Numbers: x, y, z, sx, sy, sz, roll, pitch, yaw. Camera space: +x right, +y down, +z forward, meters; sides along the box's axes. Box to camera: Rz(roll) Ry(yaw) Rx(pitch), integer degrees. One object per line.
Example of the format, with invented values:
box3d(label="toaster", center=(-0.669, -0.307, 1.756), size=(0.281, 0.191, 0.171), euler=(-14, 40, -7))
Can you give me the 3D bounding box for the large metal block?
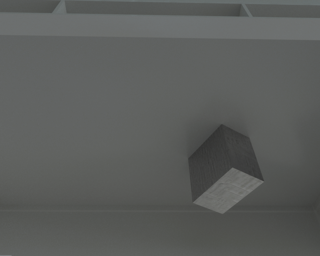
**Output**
box3d(label="large metal block", center=(0.085, 0.056, 0.422), size=(0.050, 0.080, 0.080), euler=(25, 126, -20))
